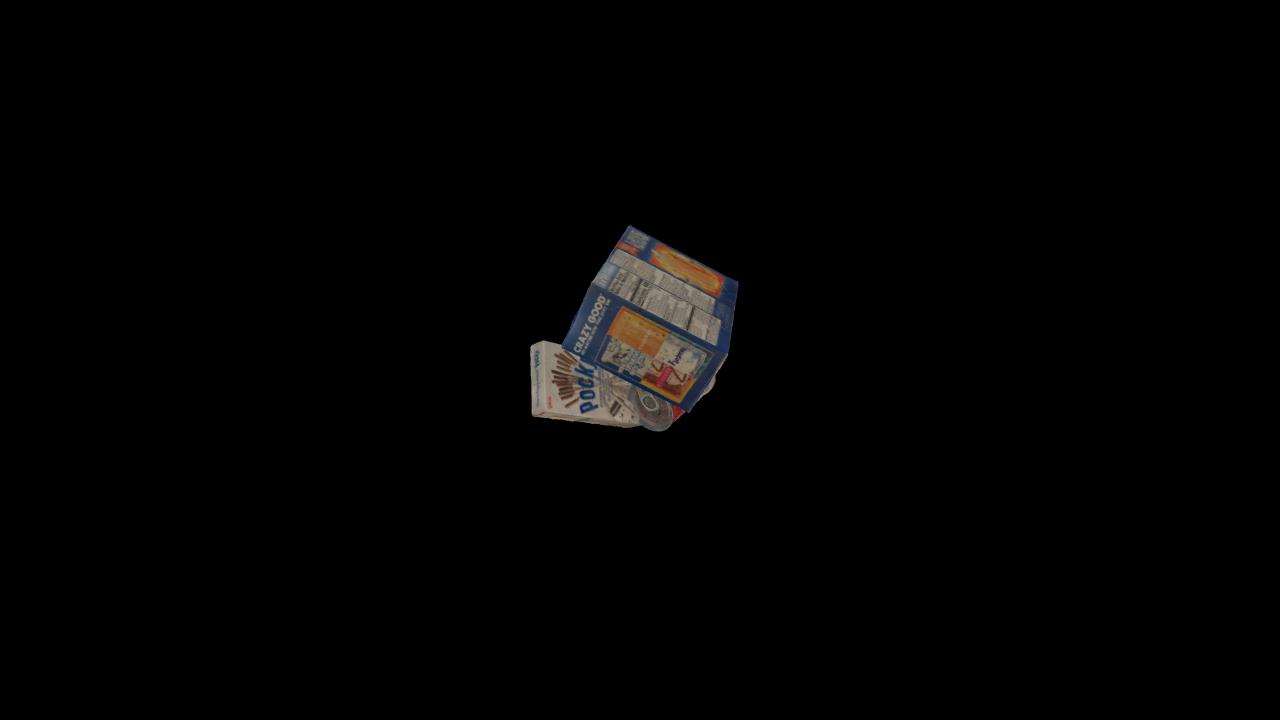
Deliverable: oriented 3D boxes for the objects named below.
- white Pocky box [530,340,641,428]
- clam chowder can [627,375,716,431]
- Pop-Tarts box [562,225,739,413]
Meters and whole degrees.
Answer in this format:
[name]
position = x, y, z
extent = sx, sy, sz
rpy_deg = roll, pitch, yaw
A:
[white Pocky box]
position = -0.060, 0.032, 0.719
extent = 0.028, 0.084, 0.154
rpy_deg = -19, -23, 39
[clam chowder can]
position = 0.041, 0.034, 0.760
extent = 0.068, 0.068, 0.102
rpy_deg = 0, 25, 41
[Pop-Tarts box]
position = 0.018, -0.048, 0.633
extent = 0.141, 0.083, 0.167
rpy_deg = 27, 32, -4
